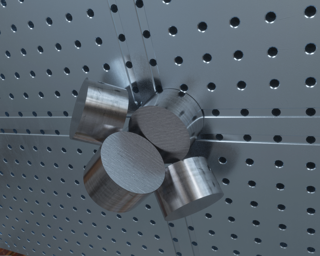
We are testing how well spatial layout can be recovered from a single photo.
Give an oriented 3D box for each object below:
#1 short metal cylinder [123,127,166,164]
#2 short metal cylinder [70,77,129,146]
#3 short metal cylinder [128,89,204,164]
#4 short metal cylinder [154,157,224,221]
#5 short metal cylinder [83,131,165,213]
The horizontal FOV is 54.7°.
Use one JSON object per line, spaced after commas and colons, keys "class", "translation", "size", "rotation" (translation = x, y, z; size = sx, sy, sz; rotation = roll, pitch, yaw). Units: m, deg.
{"class": "short metal cylinder", "translation": [-0.035, 0.043, 0.438], "size": [0.080, 0.050, 0.079], "rotation": [13, 124, 20]}
{"class": "short metal cylinder", "translation": [-0.079, -0.019, 0.395], "size": [0.050, 0.080, 0.080], "rotation": [15, 133, -23]}
{"class": "short metal cylinder", "translation": [0.008, -0.002, 0.387], "size": [0.080, 0.050, 0.079], "rotation": [13, 124, 20]}
{"class": "short metal cylinder", "translation": [0.034, 0.078, 0.396], "size": [0.080, 0.081, 0.050], "rotation": [-47, 56, 39]}
{"class": "short metal cylinder", "translation": [-0.041, 0.051, 0.361], "size": [0.080, 0.080, 0.050], "rotation": [41, 129, -1]}
